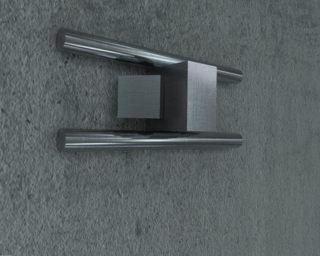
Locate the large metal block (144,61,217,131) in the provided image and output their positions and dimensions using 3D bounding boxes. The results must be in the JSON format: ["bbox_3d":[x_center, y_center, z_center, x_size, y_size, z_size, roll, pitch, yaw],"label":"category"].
[{"bbox_3d":[0.024,-0.036,0.396,0.050,0.080,0.079,1,90,-40],"label":"large metal block"}]

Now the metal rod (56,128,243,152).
[{"bbox_3d":[0.012,0.017,0.419,0.302,0.025,0.025,2,89,-40],"label":"metal rod"}]

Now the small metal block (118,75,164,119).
[{"bbox_3d":[-0.022,-0.036,0.371,0.025,0.050,0.050,3,89,-80],"label":"small metal block"}]

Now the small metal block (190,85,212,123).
[{"bbox_3d":[0.057,-0.033,0.438,0.025,0.050,0.050,0,89,2],"label":"small metal block"}]

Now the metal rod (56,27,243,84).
[{"bbox_3d":[0.012,-0.089,0.418,0.302,0.025,0.025,2,89,-40],"label":"metal rod"}]
